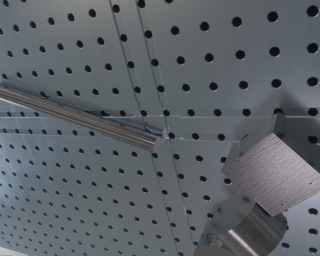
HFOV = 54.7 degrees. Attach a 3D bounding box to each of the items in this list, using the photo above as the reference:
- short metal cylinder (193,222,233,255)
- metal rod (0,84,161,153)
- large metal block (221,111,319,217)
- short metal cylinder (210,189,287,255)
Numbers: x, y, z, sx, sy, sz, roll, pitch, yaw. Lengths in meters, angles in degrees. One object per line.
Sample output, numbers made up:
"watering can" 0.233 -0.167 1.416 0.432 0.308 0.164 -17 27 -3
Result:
"short metal cylinder" 0.096 0.183 0.458 0.080 0.050 0.079 13 124 21
"metal rod" -0.141 -0.021 0.472 0.301 0.025 0.025 18 125 17
"large metal block" 0.131 0.042 0.352 0.080 0.050 0.080 41 129 -1
"short metal cylinder" 0.110 0.120 0.392 0.050 0.080 0.080 45 129 -3
